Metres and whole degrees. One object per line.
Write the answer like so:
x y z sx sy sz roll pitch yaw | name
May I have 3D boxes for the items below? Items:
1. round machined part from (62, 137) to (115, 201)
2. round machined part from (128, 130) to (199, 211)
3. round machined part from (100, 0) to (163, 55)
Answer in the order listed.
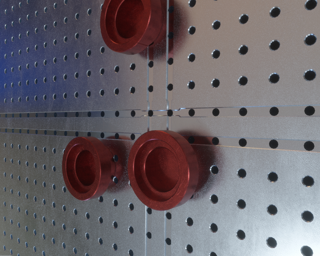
-0.109 0.062 0.490 0.098 0.042 0.097 0 90 40 | round machined part
0.008 0.051 0.393 0.098 0.042 0.097 0 90 40 | round machined part
-0.035 -0.150 0.428 0.098 0.042 0.097 0 90 40 | round machined part
